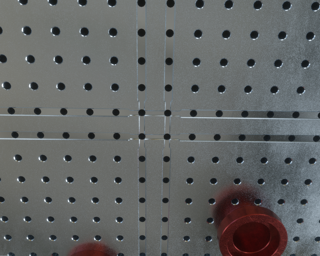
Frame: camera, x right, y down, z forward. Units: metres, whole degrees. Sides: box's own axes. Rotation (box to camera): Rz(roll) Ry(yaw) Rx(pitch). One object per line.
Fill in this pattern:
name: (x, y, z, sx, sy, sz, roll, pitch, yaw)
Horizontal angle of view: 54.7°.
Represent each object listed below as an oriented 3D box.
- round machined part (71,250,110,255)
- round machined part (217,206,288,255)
round machined part: (-0.113, 0.249, 0.495, 0.099, 0.042, 0.097, 0, 110, -1)
round machined part: (0.135, 0.158, 0.464, 0.099, 0.042, 0.097, 0, 110, -1)
